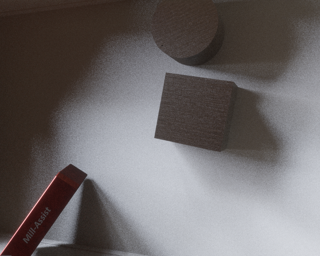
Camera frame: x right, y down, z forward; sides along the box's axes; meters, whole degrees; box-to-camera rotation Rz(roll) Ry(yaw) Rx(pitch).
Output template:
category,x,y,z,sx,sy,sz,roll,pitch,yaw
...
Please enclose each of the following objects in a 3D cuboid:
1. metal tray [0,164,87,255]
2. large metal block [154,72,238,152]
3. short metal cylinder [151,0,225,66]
category,x,y,z,sx,sy,sz,roll,pitch,yaw
metal tray,-0.150,0.114,0.409,0.030,0.090,0.130,35,86,-6
large metal block,0.046,-0.020,0.381,0.080,0.050,0.079,11,94,19
short metal cylinder,0.036,-0.122,0.384,0.080,0.050,0.079,0,90,19
